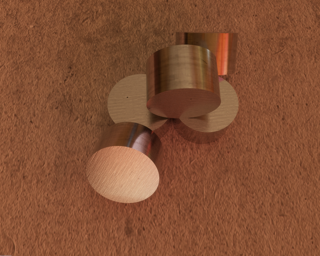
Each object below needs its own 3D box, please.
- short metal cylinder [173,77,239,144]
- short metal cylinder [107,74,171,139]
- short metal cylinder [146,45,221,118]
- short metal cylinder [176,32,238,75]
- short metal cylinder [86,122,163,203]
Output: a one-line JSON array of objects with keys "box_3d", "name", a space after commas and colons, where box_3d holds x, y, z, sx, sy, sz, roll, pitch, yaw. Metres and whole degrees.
[{"box_3d": [0.057, -0.024, 0.405, 0.081, 0.050, 0.080, 0, 70, 0], "name": "short metal cylinder"}, {"box_3d": [-0.024, -0.023, 0.403, 0.081, 0.050, 0.080, 0, 70, 0], "name": "short metal cylinder"}, {"box_3d": [0.025, -0.048, 0.345, 0.081, 0.080, 0.050, -1, 70, -1], "name": "short metal cylinder"}, {"box_3d": [0.061, -0.101, 0.410, 0.081, 0.080, 0.050, 1, 108, 0], "name": "short metal cylinder"}, {"box_3d": [-0.038, 0.040, 0.358, 0.080, 0.079, 0.050, 7, 31, 2], "name": "short metal cylinder"}]
